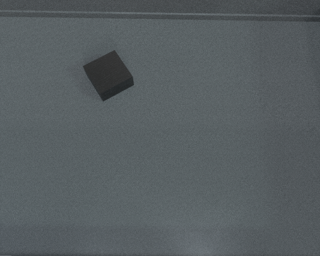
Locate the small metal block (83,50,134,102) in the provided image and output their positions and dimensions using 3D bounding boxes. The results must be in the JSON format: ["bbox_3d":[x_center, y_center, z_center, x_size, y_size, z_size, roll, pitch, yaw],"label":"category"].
[{"bbox_3d":[-0.072,-0.073,0.436,0.050,0.025,0.050,-30,73,-11],"label":"small metal block"}]
